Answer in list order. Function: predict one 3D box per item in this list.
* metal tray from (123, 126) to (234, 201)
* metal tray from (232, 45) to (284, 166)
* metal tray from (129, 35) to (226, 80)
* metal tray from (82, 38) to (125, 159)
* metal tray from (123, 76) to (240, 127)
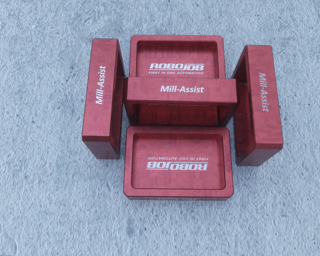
[{"bbox_3d":[0.022,0.044,0.392,0.131,0.030,0.090,1,69,0],"label":"metal tray"},{"bbox_3d":[0.115,-0.025,0.384,0.030,0.090,0.130,1,70,1],"label":"metal tray"},{"bbox_3d":[0.024,-0.085,0.438,0.131,0.030,0.090,0,73,0],"label":"metal tray"},{"bbox_3d":[-0.066,-0.033,0.387,0.030,0.090,0.130,1,71,0],"label":"metal tray"},{"bbox_3d":[0.025,-0.029,0.387,0.131,0.090,0.030,1,72,0],"label":"metal tray"}]
